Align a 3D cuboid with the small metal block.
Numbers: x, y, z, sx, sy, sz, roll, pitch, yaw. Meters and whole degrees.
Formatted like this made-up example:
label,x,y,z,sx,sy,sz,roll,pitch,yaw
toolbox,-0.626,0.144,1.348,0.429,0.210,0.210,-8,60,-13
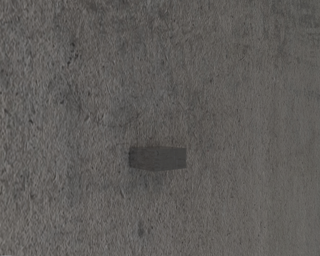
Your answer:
label,x,y,z,sx,sy,sz,roll,pitch,yaw
small metal block,-0.003,0.037,0.385,0.050,0.050,0.025,0,90,-40
